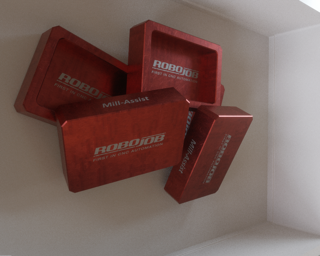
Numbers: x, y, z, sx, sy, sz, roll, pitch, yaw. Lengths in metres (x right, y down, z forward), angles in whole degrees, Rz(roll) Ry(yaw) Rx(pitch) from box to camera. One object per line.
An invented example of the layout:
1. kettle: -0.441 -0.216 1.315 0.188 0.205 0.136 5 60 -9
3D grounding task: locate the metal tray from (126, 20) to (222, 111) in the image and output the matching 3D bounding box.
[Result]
1. metal tray: 0.023 -0.069 0.382 0.131 0.030 0.089 5 87 -40

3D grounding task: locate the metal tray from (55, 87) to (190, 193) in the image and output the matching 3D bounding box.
1. metal tray: -0.037 0.011 0.328 0.131 0.030 0.089 -12 128 -24

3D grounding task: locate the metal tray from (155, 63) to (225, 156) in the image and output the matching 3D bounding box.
1. metal tray: 0.041 -0.016 0.437 0.090 0.030 0.130 25 74 -38

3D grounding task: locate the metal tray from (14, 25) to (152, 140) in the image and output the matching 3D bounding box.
1. metal tray: -0.075 -0.037 0.338 0.131 0.030 0.090 25 74 -38

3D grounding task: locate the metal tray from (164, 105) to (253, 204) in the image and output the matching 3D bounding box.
1. metal tray: 0.066 0.035 0.417 0.091 0.030 0.129 -2 120 -46
